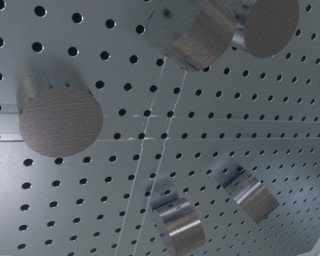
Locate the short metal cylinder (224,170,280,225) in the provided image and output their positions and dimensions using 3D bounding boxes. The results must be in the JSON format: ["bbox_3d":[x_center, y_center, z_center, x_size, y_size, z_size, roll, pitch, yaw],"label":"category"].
[{"bbox_3d":[0.158,0.119,0.535,0.050,0.080,0.080,-42,130,1],"label":"short metal cylinder"}]

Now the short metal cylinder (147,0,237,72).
[{"bbox_3d":[0.032,-0.107,0.327,0.050,0.080,0.080,27,104,-37],"label":"short metal cylinder"}]

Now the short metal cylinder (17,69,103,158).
[{"bbox_3d":[-0.106,-0.016,0.327,0.081,0.050,0.079,-14,124,-21],"label":"short metal cylinder"}]

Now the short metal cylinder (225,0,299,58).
[{"bbox_3d":[0.120,-0.132,0.379,0.081,0.050,0.079,-14,124,-21],"label":"short metal cylinder"}]

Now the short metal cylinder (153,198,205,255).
[{"bbox_3d":[0.029,0.157,0.489,0.050,0.080,0.079,-20,126,-17],"label":"short metal cylinder"}]
